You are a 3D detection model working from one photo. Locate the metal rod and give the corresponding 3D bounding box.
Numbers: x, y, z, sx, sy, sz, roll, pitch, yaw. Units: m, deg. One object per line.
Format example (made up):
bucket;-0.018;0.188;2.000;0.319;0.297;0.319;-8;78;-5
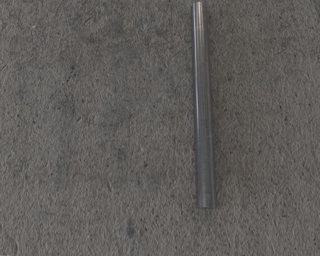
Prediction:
metal rod;0.058;-0.044;0.424;0.025;0.025;0.299;1;70;0
